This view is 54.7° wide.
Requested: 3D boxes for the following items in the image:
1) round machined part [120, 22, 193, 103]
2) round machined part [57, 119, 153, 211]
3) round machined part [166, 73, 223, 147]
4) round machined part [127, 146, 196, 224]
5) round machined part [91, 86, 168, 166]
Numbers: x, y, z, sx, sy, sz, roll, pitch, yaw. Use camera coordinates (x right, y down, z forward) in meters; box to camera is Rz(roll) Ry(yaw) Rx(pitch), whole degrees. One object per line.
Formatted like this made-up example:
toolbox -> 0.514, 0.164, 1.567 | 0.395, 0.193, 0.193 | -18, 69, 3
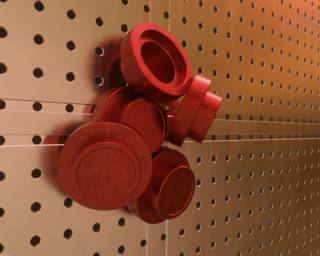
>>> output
round machined part -> -0.009, -0.075, 0.378 | 0.099, 0.042, 0.098 | 23, 54, -36
round machined part -> -0.056, 0.042, 0.322 | 0.099, 0.042, 0.097 | -2, 103, -10
round machined part -> 0.048, -0.018, 0.402 | 0.042, 0.098, 0.098 | 25, 69, 6
round machined part -> 0.007, 0.075, 0.390 | 0.099, 0.042, 0.097 | -16, 113, -43
round machined part -> -0.029, -0.003, 0.374 | 0.099, 0.042, 0.097 | 0, 90, -40
